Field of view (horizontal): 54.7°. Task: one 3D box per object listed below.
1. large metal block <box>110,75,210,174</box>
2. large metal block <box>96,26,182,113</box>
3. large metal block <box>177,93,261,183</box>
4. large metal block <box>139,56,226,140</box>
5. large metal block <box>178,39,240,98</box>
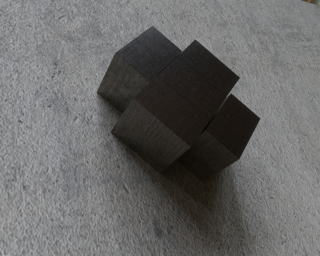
[{"bbox_3d":[-0.002,-0.002,0.372,0.080,0.080,0.050,41,51,-1],"label":"large metal block"},{"bbox_3d":[-0.028,-0.072,0.401,0.050,0.080,0.080,41,51,-1],"label":"large metal block"},{"bbox_3d":[0.073,0.014,0.404,0.050,0.080,0.080,41,51,-1],"label":"large metal block"},{"bbox_3d":[0.024,-0.031,0.404,0.080,0.080,0.050,41,51,-1],"label":"large metal block"},{"bbox_3d":[0.049,-0.061,0.436,0.080,0.080,0.050,41,51,-1],"label":"large metal block"}]
